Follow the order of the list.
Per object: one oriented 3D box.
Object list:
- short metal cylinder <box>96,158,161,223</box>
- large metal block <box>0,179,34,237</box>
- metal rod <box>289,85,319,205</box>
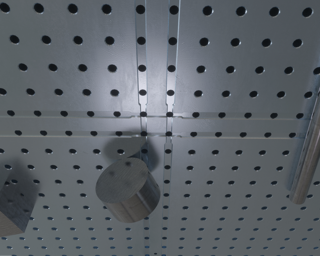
[{"bbox_3d":[-0.046,0.090,0.451,0.080,0.080,0.050,-16,129,12],"label":"short metal cylinder"},{"bbox_3d":[-0.272,0.135,0.508,0.080,0.050,0.080,-13,129,10],"label":"large metal block"},{"bbox_3d":[0.212,0.003,0.416,0.025,0.025,0.298,-4,130,3],"label":"metal rod"}]
